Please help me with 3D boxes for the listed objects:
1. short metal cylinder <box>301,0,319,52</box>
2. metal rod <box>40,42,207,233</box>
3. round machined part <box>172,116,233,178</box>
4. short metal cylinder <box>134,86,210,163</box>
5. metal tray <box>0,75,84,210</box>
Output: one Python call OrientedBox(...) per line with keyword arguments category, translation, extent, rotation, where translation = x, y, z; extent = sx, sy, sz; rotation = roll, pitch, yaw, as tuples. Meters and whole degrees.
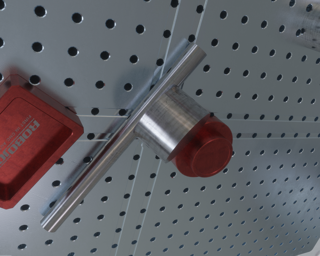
OrientedBox(category="short metal cylinder", translation=(0.253, -0.145, 0.443), extent=(0.081, 0.050, 0.079), rotation=(-14, 124, -21))
OrientedBox(category="metal rod", translation=(-0.050, 0.016, 0.393), extent=(0.299, 0.025, 0.025), rotation=(-49, 129, 6))
OrientedBox(category="round machined part", translation=(0.067, 0.034, 0.458), extent=(0.099, 0.042, 0.097), rotation=(-14, 124, -21))
OrientedBox(category="short metal cylinder", translation=(0.015, -0.003, 0.376), extent=(0.080, 0.050, 0.080), rotation=(-45, 168, -12))
OrientedBox(category="metal tray", translation=(-0.159, 0.019, 0.332), extent=(0.130, 0.030, 0.090), rotation=(-46, 129, 4))
